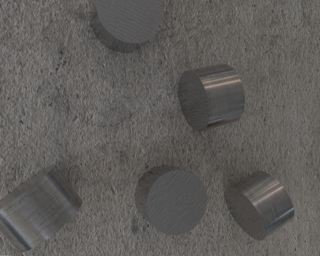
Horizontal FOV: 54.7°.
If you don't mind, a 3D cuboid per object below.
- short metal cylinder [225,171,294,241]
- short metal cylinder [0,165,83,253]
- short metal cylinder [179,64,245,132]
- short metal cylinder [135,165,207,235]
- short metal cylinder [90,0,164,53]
[{"bbox_3d":[0.136,0.106,0.430,0.050,0.080,0.080,-26,99,-18],"label":"short metal cylinder"},{"bbox_3d":[-0.132,0.084,0.331,0.080,0.080,0.050,-37,102,-16],"label":"short metal cylinder"},{"bbox_3d":[0.065,-0.040,0.403,0.050,0.080,0.080,-15,95,-19],"label":"short metal cylinder"},{"bbox_3d":[0.013,0.091,0.401,0.081,0.050,0.080,0,90,-20],"label":"short metal cylinder"},{"bbox_3d":[-0.041,-0.138,0.380,0.081,0.050,0.080,0,90,-20],"label":"short metal cylinder"}]
